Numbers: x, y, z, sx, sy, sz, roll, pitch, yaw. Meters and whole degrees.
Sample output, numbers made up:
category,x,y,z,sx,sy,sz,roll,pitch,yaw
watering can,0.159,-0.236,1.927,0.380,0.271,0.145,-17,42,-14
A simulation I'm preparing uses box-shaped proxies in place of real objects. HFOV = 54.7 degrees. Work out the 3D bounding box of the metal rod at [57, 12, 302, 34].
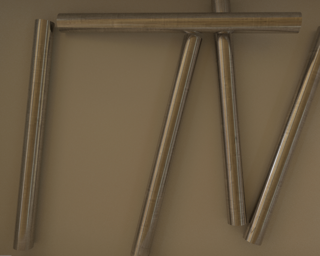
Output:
category,x,y,z,sx,sy,sz,roll,pitch,yaw
metal rod,0.018,-0.133,0.393,0.302,0.025,0.025,2,90,7

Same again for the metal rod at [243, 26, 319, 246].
category,x,y,z,sx,sy,sz,roll,pitch,yaw
metal rod,0.173,0.009,0.412,0.025,0.025,0.299,20,90,0

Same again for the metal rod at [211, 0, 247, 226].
category,x,y,z,sx,sy,sz,roll,pitch,yaw
metal rod,0.091,-0.023,0.411,0.025,0.025,0.298,-4,90,0

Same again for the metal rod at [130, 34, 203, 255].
category,x,y,z,sx,sy,sz,roll,pitch,yaw
metal rod,0.009,0.025,0.411,0.025,0.025,0.298,14,90,0

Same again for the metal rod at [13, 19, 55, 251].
category,x,y,z,sx,sy,sz,roll,pitch,yaw
metal rod,-0.166,0.009,0.409,0.025,0.025,0.298,6,90,0
